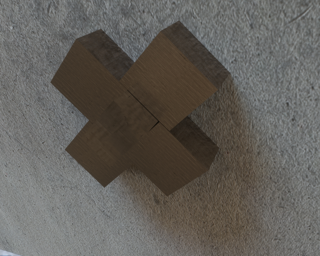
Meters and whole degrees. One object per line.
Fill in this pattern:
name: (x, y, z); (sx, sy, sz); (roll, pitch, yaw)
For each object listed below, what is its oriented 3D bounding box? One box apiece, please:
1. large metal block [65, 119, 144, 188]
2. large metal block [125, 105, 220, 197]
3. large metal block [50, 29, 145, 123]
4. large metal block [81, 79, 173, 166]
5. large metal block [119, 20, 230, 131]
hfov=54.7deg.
large metal block: (-0.076, 0.027, 0.446); (0.080, 0.050, 0.080); (45, 129, -4)
large metal block: (0.015, 0.030, 0.401); (0.080, 0.050, 0.080); (45, 129, -4)
large metal block: (-0.078, -0.063, 0.392); (0.080, 0.050, 0.080); (45, 129, -4)
large metal block: (-0.038, -0.010, 0.385); (0.050, 0.080, 0.080); (45, 129, -4)
large metal block: (0.016, -0.057, 0.346); (0.080, 0.050, 0.080); (45, 129, -4)
